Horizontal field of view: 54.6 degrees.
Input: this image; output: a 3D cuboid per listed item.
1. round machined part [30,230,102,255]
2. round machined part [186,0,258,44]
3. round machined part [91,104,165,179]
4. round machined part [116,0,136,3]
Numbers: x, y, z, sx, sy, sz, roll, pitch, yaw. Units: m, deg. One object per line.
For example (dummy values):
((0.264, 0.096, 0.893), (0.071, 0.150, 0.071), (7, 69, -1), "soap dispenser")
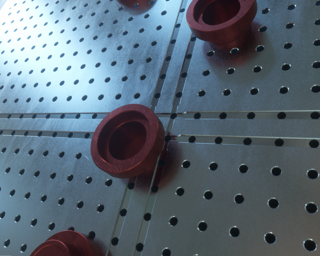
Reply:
((-0.118, 0.168, 0.357), (0.098, 0.042, 0.098), (-13, 56, 21), "round machined part")
((0.091, -0.162, 0.450), (0.098, 0.042, 0.098), (-13, 56, 21), "round machined part")
((-0.038, 0.020, 0.406), (0.098, 0.042, 0.098), (-13, 56, 21), "round machined part")
((-0.059, -0.299, 0.613), (0.098, 0.042, 0.098), (-13, 56, 21), "round machined part")
